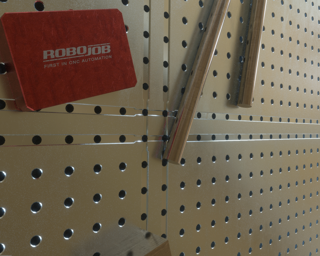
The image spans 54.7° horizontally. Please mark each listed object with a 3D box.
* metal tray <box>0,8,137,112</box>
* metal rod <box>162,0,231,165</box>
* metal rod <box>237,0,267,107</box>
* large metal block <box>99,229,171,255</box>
[{"bbox_3d":[-0.092,-0.075,0.330,0.131,0.030,0.089,-20,103,-38],"label":"metal tray"},{"bbox_3d":[0.061,-0.091,0.462,0.025,0.025,0.299,30,71,-36],"label":"metal rod"},{"bbox_3d":[0.172,-0.183,0.556,0.025,0.025,0.299,18,79,-39],"label":"metal rod"},{"bbox_3d":[-0.028,0.183,0.372,0.081,0.050,0.079,-20,103,-39],"label":"large metal block"}]
